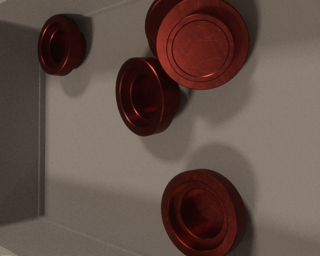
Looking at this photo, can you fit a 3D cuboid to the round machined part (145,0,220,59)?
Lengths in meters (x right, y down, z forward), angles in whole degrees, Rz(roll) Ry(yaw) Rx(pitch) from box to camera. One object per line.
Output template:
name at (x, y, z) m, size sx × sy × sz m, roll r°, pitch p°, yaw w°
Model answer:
round machined part at (0.020, -0.125, 0.378) m, size 0.098 × 0.042 × 0.097 m, roll 0°, pitch 90°, yaw 39°

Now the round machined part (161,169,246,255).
round machined part at (0.052, 0.095, 0.351) m, size 0.098 × 0.042 × 0.097 m, roll 0°, pitch 90°, yaw 39°

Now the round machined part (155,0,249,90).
round machined part at (0.043, -0.086, 0.327) m, size 0.098 × 0.042 × 0.097 m, roll 4°, pitch 115°, yaw 9°

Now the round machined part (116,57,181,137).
round machined part at (-0.012, -0.041, 0.394) m, size 0.098 × 0.042 × 0.097 m, roll 18°, pitch 114°, yaw 47°

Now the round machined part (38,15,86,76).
round machined part at (-0.163, -0.137, 0.527) m, size 0.098 × 0.042 × 0.097 m, roll 0°, pitch 90°, yaw 39°
